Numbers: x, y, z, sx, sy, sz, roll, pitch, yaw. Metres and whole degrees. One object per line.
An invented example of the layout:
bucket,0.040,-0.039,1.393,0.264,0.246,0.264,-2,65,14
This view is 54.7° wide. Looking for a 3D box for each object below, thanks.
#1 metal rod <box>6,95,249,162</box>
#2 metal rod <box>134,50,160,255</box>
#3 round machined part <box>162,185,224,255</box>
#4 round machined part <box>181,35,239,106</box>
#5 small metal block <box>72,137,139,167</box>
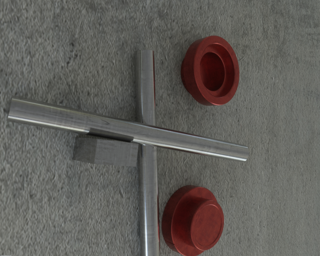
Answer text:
metal rod,-0.012,0.009,0.363,0.302,0.025,0.025,12,82,-30
metal rod,-0.015,0.054,0.391,0.025,0.025,0.298,-3,92,-40
round machined part,0.053,0.133,0.438,0.099,0.042,0.097,0,90,-40
round machined part,0.069,-0.081,0.451,0.099,0.042,0.097,0,90,-40
small metal block,-0.060,0.026,0.338,0.050,0.050,0.025,10,84,-40
